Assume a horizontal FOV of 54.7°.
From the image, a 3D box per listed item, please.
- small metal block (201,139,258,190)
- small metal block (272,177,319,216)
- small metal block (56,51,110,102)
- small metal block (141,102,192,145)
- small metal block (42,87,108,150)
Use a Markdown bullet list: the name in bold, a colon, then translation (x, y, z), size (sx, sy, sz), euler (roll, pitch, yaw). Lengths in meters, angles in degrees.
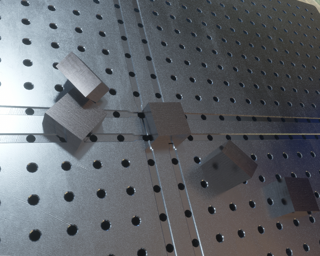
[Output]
- **small metal block**: translation (0.092, 0.050, 0.413), size (0.050, 0.050, 0.025), euler (42, 51, 0)
- **small metal block**: translation (0.200, 0.101, 0.457), size (0.050, 0.025, 0.050), euler (7, 59, -25)
- **small metal block**: translation (-0.092, -0.060, 0.377), size (0.025, 0.050, 0.050), euler (-44, 87, 0)
- **small metal block**: translation (0.008, -0.007, 0.419), size (0.050, 0.025, 0.050), euler (-3, 63, -30)
- **small metal block**: translation (-0.099, -0.012, 0.363), size (0.050, 0.025, 0.050), euler (38, 51, -3)
